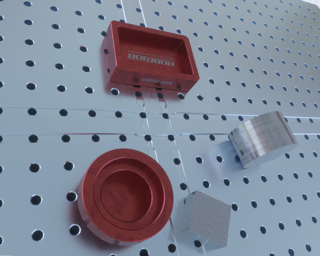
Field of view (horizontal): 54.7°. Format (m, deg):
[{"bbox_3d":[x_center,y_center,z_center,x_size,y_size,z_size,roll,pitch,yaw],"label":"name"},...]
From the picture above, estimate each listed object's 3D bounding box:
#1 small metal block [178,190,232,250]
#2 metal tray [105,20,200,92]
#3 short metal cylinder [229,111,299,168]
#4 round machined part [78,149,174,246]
[{"bbox_3d":[0.054,0.110,0.370,0.050,0.025,0.050,27,52,-12],"label":"small metal block"},{"bbox_3d":[-0.011,-0.106,0.462,0.131,0.030,0.090,3,60,-27],"label":"metal tray"},{"bbox_3d":[0.146,0.018,0.440,0.081,0.080,0.050,-8,66,-32],"label":"short metal cylinder"},{"bbox_3d":[-0.038,0.074,0.331,0.099,0.042,0.098,14,56,-21],"label":"round machined part"}]
